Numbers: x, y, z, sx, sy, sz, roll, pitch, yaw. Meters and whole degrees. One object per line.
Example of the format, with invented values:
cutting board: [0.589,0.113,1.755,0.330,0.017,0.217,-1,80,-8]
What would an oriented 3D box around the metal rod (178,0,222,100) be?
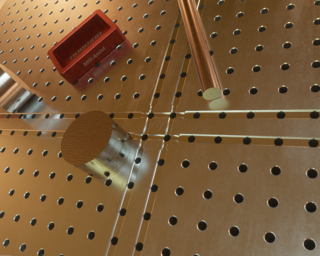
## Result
metal rod: [0.049,-0.166,0.484,0.025,0.025,0.299,-20,54,16]

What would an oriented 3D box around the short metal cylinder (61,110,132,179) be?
short metal cylinder: [-0.086,0.023,0.424,0.080,0.050,0.080,-13,56,21]

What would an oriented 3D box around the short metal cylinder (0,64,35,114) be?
short metal cylinder: [-0.279,-0.072,0.564,0.050,0.080,0.080,-47,51,-4]

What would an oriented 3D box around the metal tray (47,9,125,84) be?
metal tray: [-0.138,-0.152,0.570,0.130,0.030,0.090,-40,51,0]
